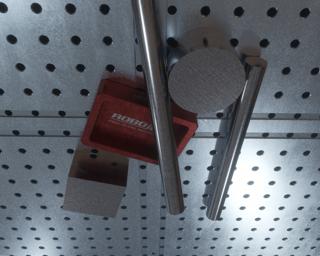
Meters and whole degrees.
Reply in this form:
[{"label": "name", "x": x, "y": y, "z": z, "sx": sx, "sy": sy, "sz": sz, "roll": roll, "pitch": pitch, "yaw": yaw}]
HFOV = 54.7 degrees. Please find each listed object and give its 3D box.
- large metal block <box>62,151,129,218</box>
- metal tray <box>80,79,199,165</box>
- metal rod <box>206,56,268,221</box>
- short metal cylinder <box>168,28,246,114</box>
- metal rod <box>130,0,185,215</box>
[{"label": "large metal block", "x": -0.097, "y": 0.087, "z": 0.468, "sx": 0.081, "sy": 0.050, "sz": 0.079, "roll": 13, "pitch": 129, "yaw": -11}, {"label": "metal tray", "x": -0.028, "y": -0.001, "z": 0.406, "sx": 0.131, "sy": 0.030, "sz": 0.089, "roll": 17, "pitch": 128, "yaw": -15}, {"label": "metal rod", "x": 0.101, "y": 0.038, "z": 0.445, "sx": 0.025, "sy": 0.025, "sz": 0.298, "roll": 2, "pitch": 130, "yaw": -2}, {"label": "short metal cylinder", "x": 0.049, "y": -0.063, "z": 0.342, "sx": 0.081, "sy": 0.050, "sz": 0.079, "roll": 0, "pitch": 130, "yaw": 0}, {"label": "metal rod", "x": 0.001, "y": -0.018, "z": 0.357, "sx": 0.025, "sy": 0.025, "sz": 0.298, "roll": -7, "pitch": 118, "yaw": 5}]
